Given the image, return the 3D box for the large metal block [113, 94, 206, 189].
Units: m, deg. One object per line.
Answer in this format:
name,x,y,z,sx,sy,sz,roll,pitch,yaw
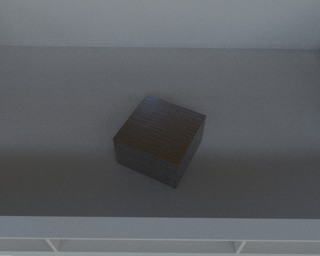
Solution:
large metal block,0.001,0.014,0.377,0.080,0.050,0.080,21,53,16
